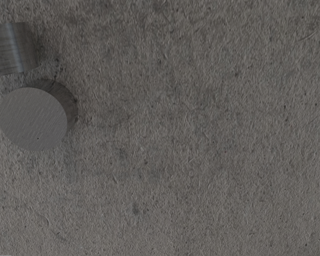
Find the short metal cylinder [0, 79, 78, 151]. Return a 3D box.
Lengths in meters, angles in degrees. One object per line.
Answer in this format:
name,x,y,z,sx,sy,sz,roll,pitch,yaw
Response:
short metal cylinder,-0.150,-0.017,0.389,0.081,0.050,0.079,0,110,0

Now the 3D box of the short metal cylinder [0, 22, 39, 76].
short metal cylinder,-0.183,-0.088,0.346,0.080,0.080,0.050,-6,110,2
